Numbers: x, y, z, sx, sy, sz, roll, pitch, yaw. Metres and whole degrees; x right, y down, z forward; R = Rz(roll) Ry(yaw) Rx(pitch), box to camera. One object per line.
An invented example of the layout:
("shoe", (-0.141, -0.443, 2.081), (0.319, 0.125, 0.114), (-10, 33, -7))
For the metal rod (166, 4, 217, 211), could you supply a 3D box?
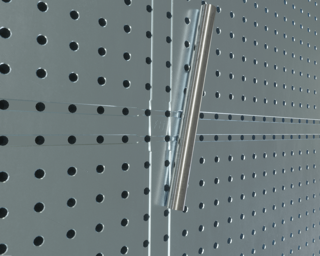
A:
("metal rod", (0.047, -0.035, 0.446), (0.025, 0.025, 0.299), (17, 79, -39))
